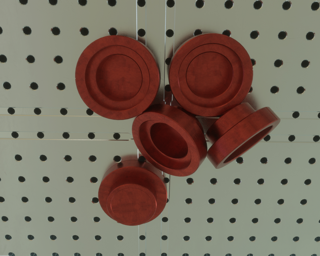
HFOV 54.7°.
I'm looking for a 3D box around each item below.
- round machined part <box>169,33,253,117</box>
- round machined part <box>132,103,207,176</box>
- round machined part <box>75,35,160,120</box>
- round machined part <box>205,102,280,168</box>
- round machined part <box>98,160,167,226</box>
[{"bbox_3d":[0.059,-0.066,0.380,0.099,0.042,0.097,0,108,-1],"label":"round machined part"},{"bbox_3d":[0.016,0.011,0.391,0.098,0.042,0.097,23,137,24],"label":"round machined part"},{"bbox_3d":[-0.048,-0.062,0.377,0.099,0.042,0.097,1,105,4],"label":"round machined part"},{"bbox_3d":[0.097,0.005,0.388,0.098,0.098,0.042,-41,71,13],"label":"round machined part"},{"bbox_3d":[-0.039,0.099,0.440,0.099,0.042,0.097,0,110,-1],"label":"round machined part"}]
